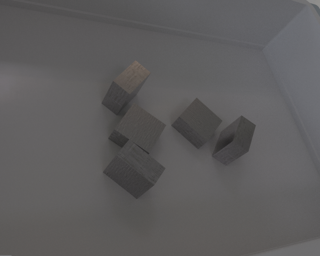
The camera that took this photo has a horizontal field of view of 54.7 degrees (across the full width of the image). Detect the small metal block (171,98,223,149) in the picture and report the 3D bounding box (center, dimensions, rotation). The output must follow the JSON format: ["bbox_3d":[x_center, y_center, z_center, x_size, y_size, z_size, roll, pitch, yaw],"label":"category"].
[{"bbox_3d":[0.053,-0.007,0.438,0.050,0.025,0.050,42,51,1],"label":"small metal block"}]

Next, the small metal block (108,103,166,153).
[{"bbox_3d":[-0.028,0.005,0.388,0.050,0.025,0.050,35,51,-5],"label":"small metal block"}]

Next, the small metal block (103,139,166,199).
[{"bbox_3d":[-0.030,0.047,0.345,0.050,0.050,0.025,39,51,-2],"label":"small metal block"}]

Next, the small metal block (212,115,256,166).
[{"bbox_3d":[0.103,0.018,0.434,0.025,0.050,0.050,34,51,-6],"label":"small metal block"}]

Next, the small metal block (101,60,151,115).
[{"bbox_3d":[-0.044,-0.051,0.397,0.025,0.050,0.050,39,51,-2],"label":"small metal block"}]
